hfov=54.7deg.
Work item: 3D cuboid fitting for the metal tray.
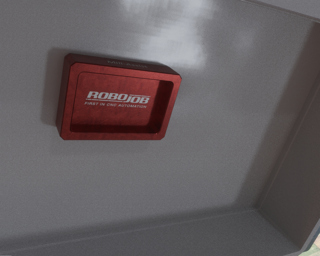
[{"bbox_3d":[-0.047,-0.031,0.361,0.131,0.030,0.089,1,118,-30],"label":"metal tray"}]
